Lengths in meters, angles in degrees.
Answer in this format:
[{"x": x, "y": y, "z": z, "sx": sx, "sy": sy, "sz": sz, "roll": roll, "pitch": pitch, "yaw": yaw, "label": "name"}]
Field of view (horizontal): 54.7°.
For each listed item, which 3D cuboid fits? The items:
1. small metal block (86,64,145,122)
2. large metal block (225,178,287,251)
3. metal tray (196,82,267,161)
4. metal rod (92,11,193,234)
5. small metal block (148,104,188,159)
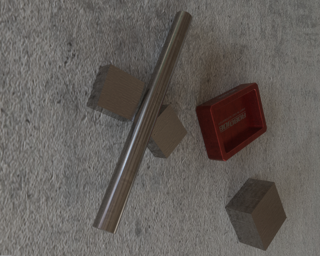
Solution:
[{"x": -0.051, "y": -0.040, "z": 0.363, "sx": 0.050, "sy": 0.025, "sz": 0.050, "roll": 25, "pitch": 74, "yaw": -37, "label": "small metal block"}, {"x": 0.166, "y": 0.146, "z": 0.532, "sx": 0.080, "sy": 0.050, "sz": 0.080, "roll": -39, "pitch": 114, "yaw": -33, "label": "large metal block"}, {"x": 0.121, "y": -0.013, "z": 0.505, "sx": 0.131, "sy": 0.030, "sz": 0.089, "roll": -27, "pitch": 107, "yaw": -37, "label": "metal tray"}, {"x": -0.012, "y": -0.025, "z": 0.375, "sx": 0.025, "sy": 0.025, "sz": 0.300, "roll": 37, "pitch": 61, "yaw": -34, "label": "metal rod"}, {"x": 0.003, "y": 0.004, "z": 0.409, "sx": 0.050, "sy": 0.025, "sz": 0.050, "roll": -49, "pitch": 120, "yaw": -29, "label": "small metal block"}]
